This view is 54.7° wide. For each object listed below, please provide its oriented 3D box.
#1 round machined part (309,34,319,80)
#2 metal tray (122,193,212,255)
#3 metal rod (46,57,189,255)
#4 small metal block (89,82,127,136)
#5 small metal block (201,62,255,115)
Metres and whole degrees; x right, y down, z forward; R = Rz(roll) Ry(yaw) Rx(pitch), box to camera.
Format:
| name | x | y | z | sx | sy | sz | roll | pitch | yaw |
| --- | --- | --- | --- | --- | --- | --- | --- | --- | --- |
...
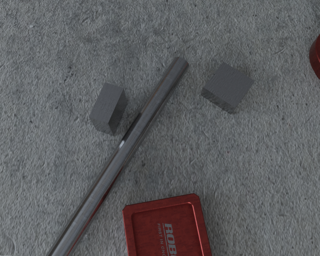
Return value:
| name | x | y | z | sx | sy | sz | roll | pitch | yaw |
| --- | --- | --- | --- | --- | --- | --- | --- | --- | --- |
| round machined part | 0.260 | -0.095 | 0.437 | 0.099 | 0.042 | 0.098 | 0 | 70 | -1 |
| metal tray | 0.012 | 0.147 | 0.351 | 0.091 | 0.030 | 0.129 | -9 | 70 | -4 |
| metal rod | -0.044 | 0.029 | 0.396 | 0.025 | 0.025 | 0.300 | 29 | 72 | 9 |
| small metal block | -0.066 | -0.023 | 0.403 | 0.025 | 0.050 | 0.050 | 19 | 71 | 6 |
| small metal block | 0.093 | -0.055 | 0.429 | 0.050 | 0.025 | 0.050 | 35 | 73 | 11 |
